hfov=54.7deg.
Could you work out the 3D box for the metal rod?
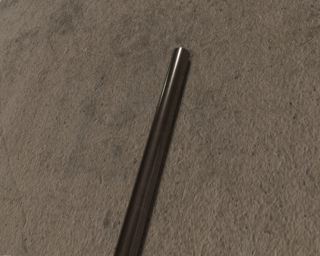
[{"bbox_3d":[-0.005,0.022,0.391,0.025,0.025,0.300,2,62,28],"label":"metal rod"}]
